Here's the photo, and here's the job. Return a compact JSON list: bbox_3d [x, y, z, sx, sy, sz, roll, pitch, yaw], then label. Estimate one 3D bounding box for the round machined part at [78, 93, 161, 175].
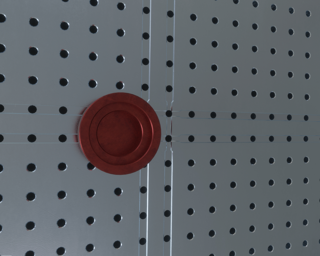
[{"bbox_3d":[-0.052,0.007,0.384,0.099,0.042,0.097,0,90,-20],"label":"round machined part"}]
